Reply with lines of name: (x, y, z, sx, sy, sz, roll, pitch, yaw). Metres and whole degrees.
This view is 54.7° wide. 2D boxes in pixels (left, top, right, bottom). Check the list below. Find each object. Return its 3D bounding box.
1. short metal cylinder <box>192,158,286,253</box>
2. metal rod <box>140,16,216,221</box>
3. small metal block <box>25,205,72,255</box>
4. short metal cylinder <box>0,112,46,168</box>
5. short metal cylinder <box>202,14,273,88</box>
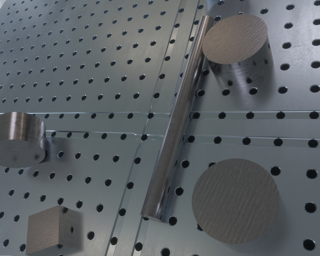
short metal cylinder: (0.078, 0.076, 0.304, 0.080, 0.050, 0.080, -13, 56, 21)
metal rod: (0.031, -0.029, 0.410, 0.025, 0.025, 0.300, 3, 63, 30)
small metal block: (-0.143, 0.134, 0.401, 0.050, 0.025, 0.050, -22, 53, 14)
short metal cylinder: (-0.218, 0.020, 0.475, 0.080, 0.080, 0.050, -23, 54, 14)
short metal cylinder: (0.101, -0.099, 0.400, 0.080, 0.050, 0.080, -13, 56, 21)
